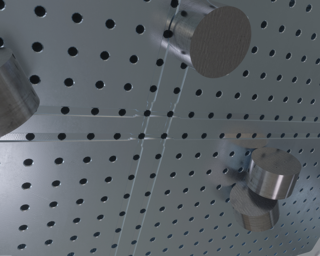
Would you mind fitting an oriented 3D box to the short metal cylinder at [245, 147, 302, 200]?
[{"bbox_3d":[0.191,0.075,0.526,0.081,0.080,0.050,-9,123,-24],"label":"short metal cylinder"}]

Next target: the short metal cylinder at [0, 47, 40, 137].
[{"bbox_3d":[-0.156,-0.030,0.272,0.080,0.080,0.050,-26,128,-13],"label":"short metal cylinder"}]

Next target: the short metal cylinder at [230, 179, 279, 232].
[{"bbox_3d":[0.169,0.136,0.552,0.080,0.080,0.050,-30,129,-10],"label":"short metal cylinder"}]

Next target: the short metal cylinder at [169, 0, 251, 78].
[{"bbox_3d":[0.058,-0.105,0.362,0.081,0.050,0.079,-14,124,-21],"label":"short metal cylinder"}]
